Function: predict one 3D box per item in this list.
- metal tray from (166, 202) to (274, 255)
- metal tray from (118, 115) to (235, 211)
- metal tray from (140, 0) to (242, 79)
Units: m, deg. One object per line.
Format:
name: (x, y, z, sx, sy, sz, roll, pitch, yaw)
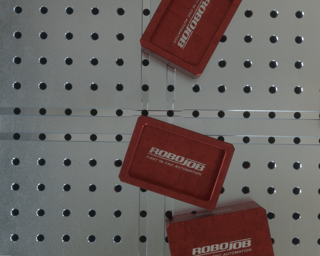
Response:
metal tray: (0.079, 0.156, 0.411, 0.131, 0.030, 0.090, -10, 90, 0)
metal tray: (0.022, 0.044, 0.410, 0.131, 0.030, 0.090, 18, 90, 0)
metal tray: (0.042, -0.143, 0.410, 0.090, 0.030, 0.130, 29, 90, 0)
